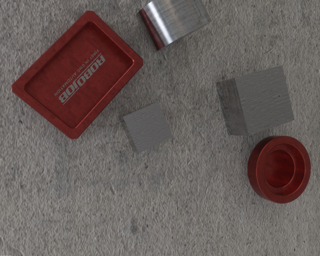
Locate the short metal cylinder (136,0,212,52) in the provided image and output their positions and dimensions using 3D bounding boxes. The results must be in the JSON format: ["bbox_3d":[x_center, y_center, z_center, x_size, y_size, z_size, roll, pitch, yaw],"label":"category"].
[{"bbox_3d":[0.017,-0.136,0.386,0.080,0.080,0.050,-32,101,-17],"label":"short metal cylinder"}]

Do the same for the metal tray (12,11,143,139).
[{"bbox_3d":[-0.095,-0.062,0.371,0.090,0.030,0.130,43,76,-15],"label":"metal tray"}]

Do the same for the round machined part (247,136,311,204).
[{"bbox_3d":[0.172,0.060,0.464,0.099,0.042,0.097,0,90,-20],"label":"round machined part"}]

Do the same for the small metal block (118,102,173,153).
[{"bbox_3d":[-0.019,-0.001,0.402,0.050,0.025,0.050,-25,99,-18],"label":"small metal block"}]

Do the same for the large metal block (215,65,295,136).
[{"bbox_3d":[0.136,-0.039,0.446,0.081,0.050,0.080,-17,96,-19],"label":"large metal block"}]
